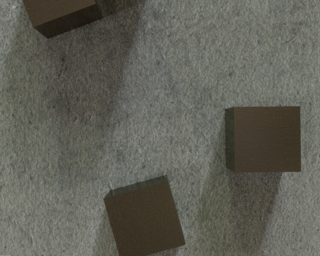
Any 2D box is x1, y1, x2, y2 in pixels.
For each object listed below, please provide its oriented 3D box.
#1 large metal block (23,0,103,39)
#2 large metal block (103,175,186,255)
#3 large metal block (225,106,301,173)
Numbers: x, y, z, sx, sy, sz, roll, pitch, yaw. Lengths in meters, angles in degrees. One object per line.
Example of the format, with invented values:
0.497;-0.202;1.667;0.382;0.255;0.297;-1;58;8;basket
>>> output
-0.129;-0.172;0.396;0.080;0.050;0.080;-21;90;-1;large metal block
-0.019;0.113;0.397;0.080;0.050;0.080;-16;90;-1;large metal block
0.130;0.014;0.399;0.081;0.050;0.079;-1;90;-1;large metal block
